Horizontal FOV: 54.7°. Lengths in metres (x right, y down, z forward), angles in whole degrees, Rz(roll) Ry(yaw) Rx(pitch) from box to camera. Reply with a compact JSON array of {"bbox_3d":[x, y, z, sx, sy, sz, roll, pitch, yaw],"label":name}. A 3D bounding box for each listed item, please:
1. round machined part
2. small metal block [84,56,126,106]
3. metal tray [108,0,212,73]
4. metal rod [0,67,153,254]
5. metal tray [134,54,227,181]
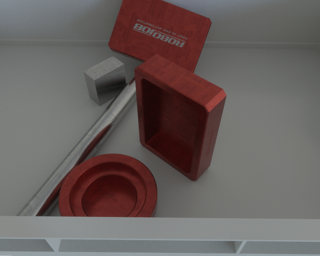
[{"bbox_3d":[-0.052,0.079,0.327,0.099,0.042,0.098,0,50,0],"label":"round machined part"},{"bbox_3d":[-0.077,-0.067,0.444,0.050,0.050,0.025,-35,59,-26],"label":"small metal block"},{"bbox_3d":[0.000,-0.138,0.461,0.131,0.030,0.089,19,95,-6],"label":"metal tray"},{"bbox_3d":[-0.084,0.014,0.391,0.025,0.025,0.301,21,53,16],"label":"metal rod"},{"bbox_3d":[0.018,-0.006,0.343,0.090,0.129,0.030,33,58,24],"label":"metal tray"}]
